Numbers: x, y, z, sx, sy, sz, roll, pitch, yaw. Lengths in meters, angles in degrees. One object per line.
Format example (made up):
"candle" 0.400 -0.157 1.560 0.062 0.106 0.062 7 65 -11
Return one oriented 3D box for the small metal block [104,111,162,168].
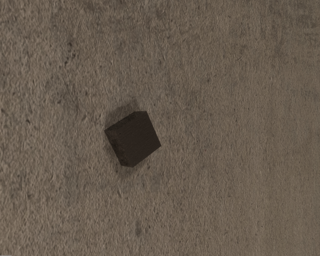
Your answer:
"small metal block" -0.032 0.013 0.380 0.050 0.025 0.050 -36 112 -34
